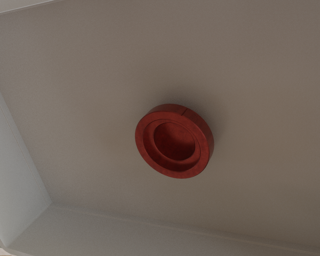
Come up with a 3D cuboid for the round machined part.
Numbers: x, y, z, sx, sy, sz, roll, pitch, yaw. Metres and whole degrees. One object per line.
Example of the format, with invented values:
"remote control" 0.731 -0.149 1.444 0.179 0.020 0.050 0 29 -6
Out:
"round machined part" 0.021 0.013 0.393 0.098 0.042 0.097 13 124 20
